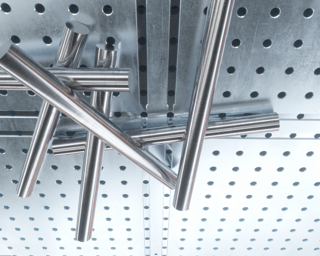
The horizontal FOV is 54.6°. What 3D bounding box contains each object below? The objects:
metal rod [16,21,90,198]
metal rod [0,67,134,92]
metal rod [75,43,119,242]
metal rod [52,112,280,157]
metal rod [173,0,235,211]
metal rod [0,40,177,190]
[{"bbox_3d":[-0.151,-0.002,0.408,0.025,0.025,0.298,20,127,-17],"label":"metal rod"},{"bbox_3d":[-0.179,-0.054,0.340,0.301,0.025,0.025,2,131,7],"label":"metal rod"},{"bbox_3d":[-0.088,0.039,0.408,0.025,0.025,0.298,9,119,-8],"label":"metal rod"},{"bbox_3d":[0.004,0.010,0.419,0.301,0.025,0.025,-7,130,5],"label":"metal rod"},{"bbox_3d":[0.047,-0.014,0.373,0.025,0.025,0.298,5,122,-4],"label":"metal rod"},{"bbox_3d":[-0.057,0.008,0.370,0.025,0.025,0.300,-26,138,20],"label":"metal rod"}]
